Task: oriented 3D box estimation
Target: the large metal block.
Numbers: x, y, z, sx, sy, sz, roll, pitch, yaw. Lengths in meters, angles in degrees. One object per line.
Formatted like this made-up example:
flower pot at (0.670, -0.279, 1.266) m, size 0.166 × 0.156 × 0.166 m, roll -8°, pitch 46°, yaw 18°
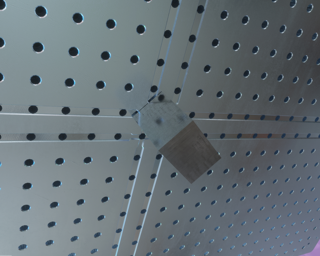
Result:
large metal block at (0.021, 0.012, 0.393) m, size 0.050 × 0.080 × 0.080 m, roll -41°, pitch 130°, yaw 0°
